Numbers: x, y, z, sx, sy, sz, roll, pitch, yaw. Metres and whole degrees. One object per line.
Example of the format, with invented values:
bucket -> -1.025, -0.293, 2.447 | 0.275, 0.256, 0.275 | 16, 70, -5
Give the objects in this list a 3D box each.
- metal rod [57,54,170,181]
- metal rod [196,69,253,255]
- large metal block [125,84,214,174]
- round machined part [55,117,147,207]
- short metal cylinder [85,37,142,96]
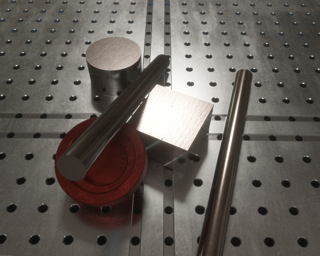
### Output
metal rod -> -0.033, -0.038, 0.371 | 0.025, 0.025, 0.301 | 12, 30, 9
metal rod -> 0.086, 0.029, 0.384 | 0.025, 0.025, 0.300 | 13, 51, 10
large metal block -> 0.013, -0.001, 0.392 | 0.080, 0.050, 0.080 | 22, 53, 17
round machined part -> -0.063, 0.040, 0.350 | 0.099, 0.042, 0.098 | -2, 69, 4
short metal cylinder -> -0.068, -0.094, 0.469 | 0.081, 0.050, 0.080 | 1, 50, 0
